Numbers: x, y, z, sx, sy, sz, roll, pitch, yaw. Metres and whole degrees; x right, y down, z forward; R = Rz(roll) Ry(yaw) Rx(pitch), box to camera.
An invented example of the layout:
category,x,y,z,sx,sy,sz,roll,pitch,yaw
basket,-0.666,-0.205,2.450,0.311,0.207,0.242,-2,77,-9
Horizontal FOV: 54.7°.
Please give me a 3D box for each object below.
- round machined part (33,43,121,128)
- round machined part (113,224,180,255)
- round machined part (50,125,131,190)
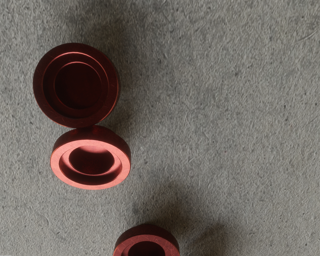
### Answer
category,x,y,z,sx,sy,sz,roll,pitch,yaw
round machined part,-0.096,-0.051,0.374,0.099,0.042,0.097,0,98,1
round machined part,-0.020,0.186,0.469,0.099,0.042,0.097,0,110,0
round machined part,-0.087,0.034,0.400,0.099,0.042,0.097,-2,133,-2
